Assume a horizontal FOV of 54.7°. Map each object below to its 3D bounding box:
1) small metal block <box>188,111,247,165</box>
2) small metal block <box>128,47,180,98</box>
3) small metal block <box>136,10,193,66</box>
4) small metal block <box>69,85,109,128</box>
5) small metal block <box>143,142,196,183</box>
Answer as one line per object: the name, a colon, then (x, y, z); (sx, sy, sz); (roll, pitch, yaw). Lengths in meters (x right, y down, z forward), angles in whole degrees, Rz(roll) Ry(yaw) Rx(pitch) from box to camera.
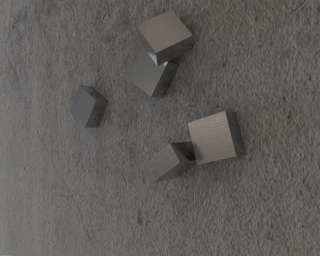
small metal block: (0.064, 0.012, 0.352); (0.050, 0.025, 0.050); (-19, 78, 38)
small metal block: (-0.009, -0.075, 0.412); (0.050, 0.025, 0.050); (41, 115, 32)
small metal block: (0.006, -0.112, 0.382); (0.050, 0.025, 0.050); (-28, 65, -10)
small metal block: (-0.116, -0.035, 0.501); (0.050, 0.025, 0.050); (40, 114, 33)
small metal block: (0.017, 0.041, 0.375); (0.050, 0.050, 0.025); (-41, 65, 32)
